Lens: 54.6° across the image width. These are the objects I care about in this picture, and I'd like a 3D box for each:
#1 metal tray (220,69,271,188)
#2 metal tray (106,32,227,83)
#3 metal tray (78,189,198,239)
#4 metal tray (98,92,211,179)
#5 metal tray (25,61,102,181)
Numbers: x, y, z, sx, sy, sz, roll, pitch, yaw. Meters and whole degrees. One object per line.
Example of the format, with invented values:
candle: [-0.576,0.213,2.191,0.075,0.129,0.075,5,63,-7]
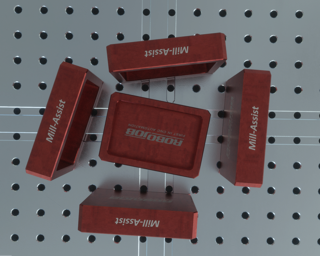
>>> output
metal tray: [0.102,0.000,0.381,0.030,0.090,0.129,5,90,0]
metal tray: [0.008,-0.083,0.380,0.131,0.090,0.030,-6,90,0]
metal tray: [-0.024,0.102,0.381,0.131,0.090,0.030,4,90,0]
metal tray: [-0.007,0.009,0.410,0.131,0.030,0.090,11,90,-1]
metal tray: [-0.113,-0.008,0.380,0.030,0.090,0.129,18,90,0]
